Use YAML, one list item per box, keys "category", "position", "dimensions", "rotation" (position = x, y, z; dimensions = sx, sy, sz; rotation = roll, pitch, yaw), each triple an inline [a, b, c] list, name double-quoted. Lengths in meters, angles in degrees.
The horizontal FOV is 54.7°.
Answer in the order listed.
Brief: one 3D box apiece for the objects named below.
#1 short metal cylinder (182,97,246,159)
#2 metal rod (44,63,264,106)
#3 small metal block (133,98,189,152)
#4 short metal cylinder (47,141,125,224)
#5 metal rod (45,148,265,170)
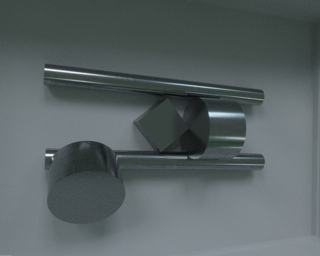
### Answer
- category: "short metal cylinder"
  position: [0.068, 0.001, 0.406]
  dimensions: [0.050, 0.080, 0.079]
  rotation: [2, 90, -20]
- category: "metal rod"
  position: [0.007, -0.054, 0.412]
  dimensions: [0.302, 0.025, 0.025]
  rotation: [3, 89, -21]
- category: "small metal block"
  position: [0.002, -0.004, 0.410]
  dimensions: [0.050, 0.025, 0.050]
  rotation: [-40, 103, -16]
- category: "short metal cylinder"
  position: [-0.083, 0.061, 0.347]
  dimensions: [0.081, 0.050, 0.079]
  rotation: [-9, 127, -12]
- category: "metal rod"
  position: [0.008, 0.043, 0.412]
  dimensions: [0.303, 0.025, 0.025]
  rotation: [3, 89, -21]
